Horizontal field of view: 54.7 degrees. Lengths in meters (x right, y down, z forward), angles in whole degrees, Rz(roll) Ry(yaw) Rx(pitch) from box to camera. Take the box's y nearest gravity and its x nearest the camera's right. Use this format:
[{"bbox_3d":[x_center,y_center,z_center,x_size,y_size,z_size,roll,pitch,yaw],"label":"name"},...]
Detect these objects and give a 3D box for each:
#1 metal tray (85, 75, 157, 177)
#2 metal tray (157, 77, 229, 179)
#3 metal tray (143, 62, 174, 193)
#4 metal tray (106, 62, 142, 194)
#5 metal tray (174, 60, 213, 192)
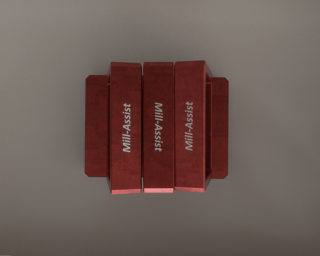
[{"bbox_3d":[-0.049,-0.002,0.406,0.091,0.030,0.129,1,90,0],"label":"metal tray"},{"bbox_3d":[0.042,0.000,0.408,0.091,0.030,0.129,1,90,0],"label":"metal tray"},{"bbox_3d":[-0.001,0.000,0.346,0.030,0.090,0.129,0,88,0],"label":"metal tray"},{"bbox_3d":[-0.042,0.000,0.344,0.030,0.090,0.129,0,90,-13],"label":"metal tray"},{"bbox_3d":[0.039,-0.002,0.345,0.030,0.090,0.129,0,90,14],"label":"metal tray"}]
